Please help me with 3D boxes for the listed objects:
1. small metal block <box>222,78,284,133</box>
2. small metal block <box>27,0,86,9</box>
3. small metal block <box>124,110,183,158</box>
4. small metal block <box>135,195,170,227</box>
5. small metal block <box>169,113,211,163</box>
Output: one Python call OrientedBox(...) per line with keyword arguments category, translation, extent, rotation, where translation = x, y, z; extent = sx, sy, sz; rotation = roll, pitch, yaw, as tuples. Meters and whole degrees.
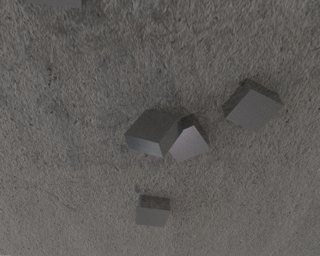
OrientedBox(category="small metal block", translation=(0.114, -0.027, 0.385), extent=(0.050, 0.025, 0.050), rotation=(23, 127, -19))
OrientedBox(category="small metal block", translation=(-0.097, -0.142, 0.285), extent=(0.050, 0.025, 0.050), rotation=(5, 130, -4))
OrientedBox(category="small metal block", translation=(-0.007, 0.006, 0.383), extent=(0.050, 0.050, 0.025), rotation=(13, 137, 31))
OrientedBox(category="small metal block", translation=(-0.013, 0.142, 0.528), extent=(0.050, 0.025, 0.050), rotation=(9, 130, -8))
OrientedBox(category="small metal block", translation=(0.034, 0.015, 0.420), extent=(0.050, 0.025, 0.050), rotation=(-25, 126, 19))
